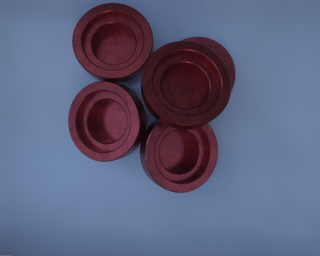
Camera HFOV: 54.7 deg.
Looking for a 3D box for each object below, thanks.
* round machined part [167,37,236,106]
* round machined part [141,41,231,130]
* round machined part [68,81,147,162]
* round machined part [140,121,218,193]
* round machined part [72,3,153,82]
[{"bbox_3d":[0.050,-0.071,0.404,0.099,0.042,0.097,0,90,-1],"label":"round machined part"},{"bbox_3d":[0.027,-0.045,0.353,0.099,0.042,0.098,2,77,-8],"label":"round machined part"},{"bbox_3d":[-0.062,-0.009,0.392,0.098,0.042,0.097,1,92,20],"label":"round machined part"},{"bbox_3d":[0.021,0.029,0.392,0.099,0.042,0.097,0,90,-23],"label":"round machined part"},{"bbox_3d":[-0.058,-0.105,0.398,0.099,0.042,0.097,0,83,-1],"label":"round machined part"}]
